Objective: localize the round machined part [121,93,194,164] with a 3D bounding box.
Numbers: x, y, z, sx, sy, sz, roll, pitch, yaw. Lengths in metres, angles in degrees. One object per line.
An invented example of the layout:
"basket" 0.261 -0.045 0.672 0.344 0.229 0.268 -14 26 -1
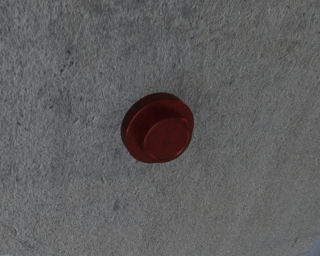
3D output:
"round machined part" 0.002 0.007 0.404 0.099 0.042 0.097 -14 125 -21
